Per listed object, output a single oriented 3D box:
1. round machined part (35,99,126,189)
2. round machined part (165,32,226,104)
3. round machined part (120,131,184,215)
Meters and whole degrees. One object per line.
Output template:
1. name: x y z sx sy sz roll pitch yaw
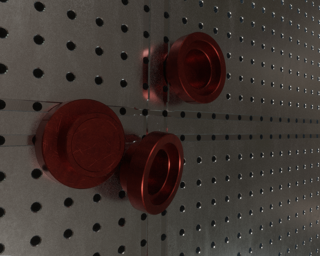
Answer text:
1. round machined part: -0.078 0.017 0.334 0.099 0.042 0.097 0 90 -40
2. round machined part: 0.046 -0.082 0.439 0.099 0.042 0.097 0 90 -40
3. round machined part: -0.012 0.052 0.376 0.099 0.042 0.097 -27 122 -55
